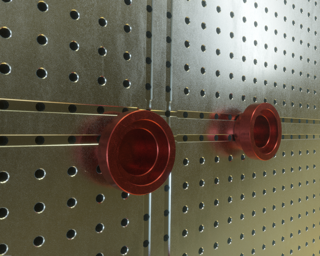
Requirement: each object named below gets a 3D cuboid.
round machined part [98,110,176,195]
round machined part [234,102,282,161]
[{"bbox_3d":[-0.031,0.028,0.371,0.099,0.042,0.097,0,90,-40],"label":"round machined part"},{"bbox_3d":[0.165,0.006,0.535,0.099,0.042,0.097,0,90,-40],"label":"round machined part"}]
